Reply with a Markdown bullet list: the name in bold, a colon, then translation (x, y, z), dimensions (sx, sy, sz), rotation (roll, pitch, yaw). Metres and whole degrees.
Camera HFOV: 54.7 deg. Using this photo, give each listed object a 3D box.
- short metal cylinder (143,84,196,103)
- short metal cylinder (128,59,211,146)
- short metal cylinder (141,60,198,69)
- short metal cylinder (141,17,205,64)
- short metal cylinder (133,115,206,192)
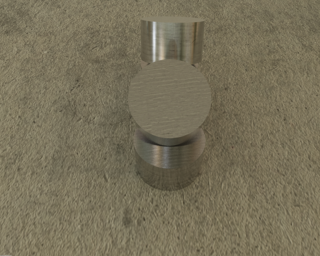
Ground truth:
- **short metal cylinder**: translation (0.012, -0.035, 0.400), dimensions (0.080, 0.080, 0.050), rotation (1, 50, 1)
- **short metal cylinder**: translation (0.010, -0.024, 0.323), dimensions (0.080, 0.050, 0.080), rotation (0, 78, 1)
- **short metal cylinder**: translation (0.013, -0.076, 0.453), dimensions (0.080, 0.050, 0.080), rotation (0, 50, 0)
- **short metal cylinder**: translation (0.016, -0.115, 0.401), dimensions (0.081, 0.050, 0.080), rotation (1, 25, 0)
- **short metal cylinder**: translation (0.011, 0.027, 0.366), dimensions (0.080, 0.050, 0.080), rotation (0, 50, 0)
